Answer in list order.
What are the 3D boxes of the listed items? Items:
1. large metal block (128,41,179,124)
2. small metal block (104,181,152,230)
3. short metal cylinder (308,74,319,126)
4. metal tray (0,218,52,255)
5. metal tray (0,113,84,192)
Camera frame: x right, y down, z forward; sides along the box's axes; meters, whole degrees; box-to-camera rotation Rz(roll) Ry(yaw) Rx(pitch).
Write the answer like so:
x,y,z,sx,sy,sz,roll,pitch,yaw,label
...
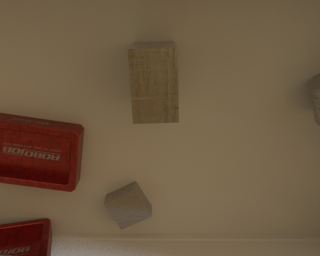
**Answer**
x,y,z,sx,sy,sz,roll,pitch,yaw,label
-0.006,-0.056,0.361,0.050,0.080,0.079,-2,110,0,large metal block
-0.046,0.113,0.452,0.050,0.025,0.050,-26,108,9,small metal block
0.226,-0.038,0.371,0.080,0.080,0.050,-18,109,6,short metal cylinder
-0.219,0.170,0.420,0.131,0.090,0.030,-4,111,-15,metal tray
-0.174,0.033,0.418,0.131,0.030,0.089,8,110,-4,metal tray
